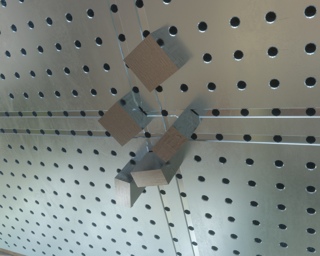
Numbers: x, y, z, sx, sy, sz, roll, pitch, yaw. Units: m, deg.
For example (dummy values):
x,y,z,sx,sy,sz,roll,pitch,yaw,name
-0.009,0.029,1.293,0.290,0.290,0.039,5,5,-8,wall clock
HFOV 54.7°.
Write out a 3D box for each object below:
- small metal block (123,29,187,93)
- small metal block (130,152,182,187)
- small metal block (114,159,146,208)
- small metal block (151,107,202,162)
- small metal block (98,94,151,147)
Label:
x,y,z,sx,sy,sz,roll,pitch,yaw,name
-0.006,-0.079,0.365,0.050,0.025,0.050,-34,100,38,small metal block
-0.004,0.055,0.430,0.050,0.050,0.025,-11,113,32,small metal block
-0.044,0.083,0.468,0.025,0.050,0.050,15,125,19,small metal block
0.021,0.008,0.388,0.025,0.050,0.050,40,129,0,small metal block
-0.050,-0.010,0.430,0.050,0.025,0.050,47,129,-6,small metal block
